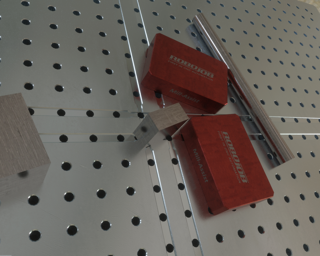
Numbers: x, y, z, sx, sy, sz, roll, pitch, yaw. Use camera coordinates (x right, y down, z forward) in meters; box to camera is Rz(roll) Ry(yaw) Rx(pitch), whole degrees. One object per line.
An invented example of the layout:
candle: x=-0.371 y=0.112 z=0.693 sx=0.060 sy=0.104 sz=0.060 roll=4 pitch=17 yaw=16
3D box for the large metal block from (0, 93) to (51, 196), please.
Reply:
large metal block: x=-0.162 y=0.020 z=0.293 sx=0.081 sy=0.050 sz=0.080 roll=-18 pitch=71 yaw=-35

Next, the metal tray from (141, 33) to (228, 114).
metal tray: x=0.042 y=-0.084 z=0.481 sx=0.131 sy=0.030 sz=0.090 roll=20 pitch=54 yaw=-17

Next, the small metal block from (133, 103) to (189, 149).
small metal block: x=0.001 y=-0.003 z=0.396 sx=0.050 sy=0.050 sz=0.025 roll=-22 pitch=74 yaw=-36

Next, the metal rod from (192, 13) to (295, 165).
metal rod: x=0.136 y=-0.075 z=0.529 sx=0.025 sy=0.025 sz=0.299 roll=-15 pitch=70 yaw=-34

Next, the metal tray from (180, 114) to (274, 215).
metal tray: x=0.092 y=0.045 z=0.429 sx=0.091 sy=0.030 sz=0.130 roll=-5 pitch=64 yaw=-31
